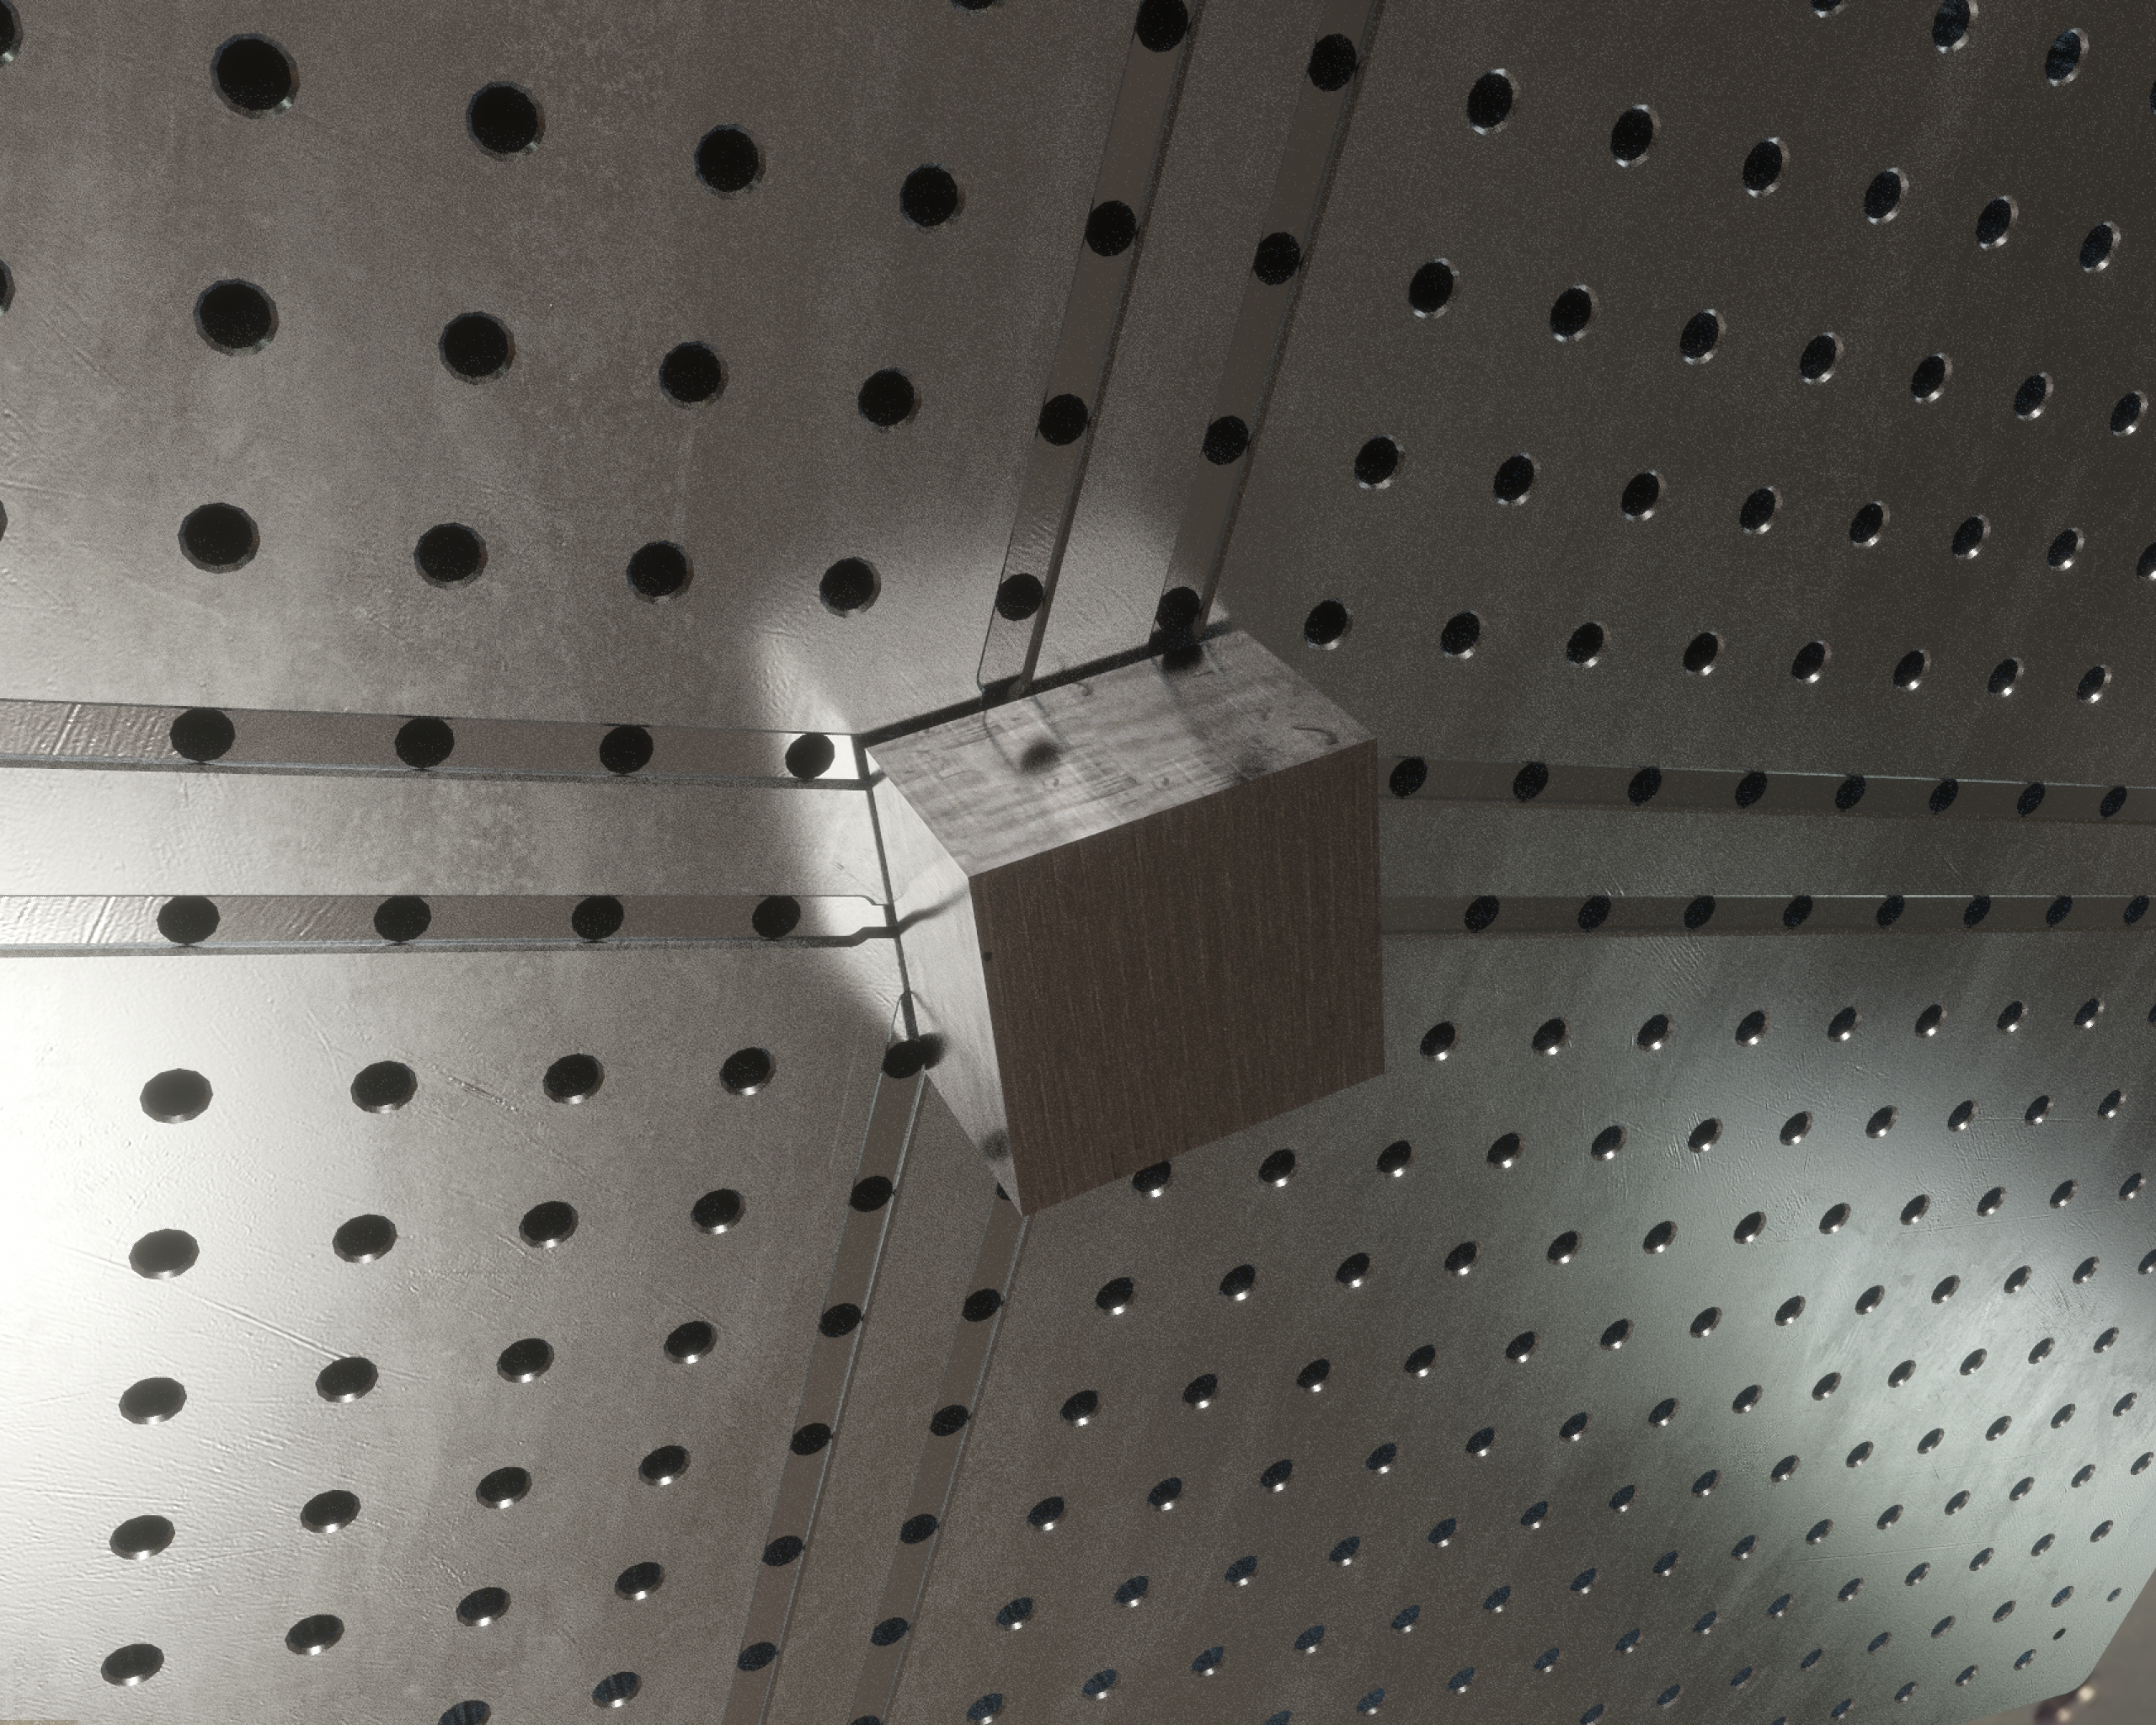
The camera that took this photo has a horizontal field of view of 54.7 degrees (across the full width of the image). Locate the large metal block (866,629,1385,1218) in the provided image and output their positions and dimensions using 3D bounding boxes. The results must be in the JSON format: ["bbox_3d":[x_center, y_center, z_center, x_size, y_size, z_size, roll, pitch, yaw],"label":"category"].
[{"bbox_3d":[0.011,0.011,0.406,0.081,0.050,0.079,-19,126,-18],"label":"large metal block"}]
